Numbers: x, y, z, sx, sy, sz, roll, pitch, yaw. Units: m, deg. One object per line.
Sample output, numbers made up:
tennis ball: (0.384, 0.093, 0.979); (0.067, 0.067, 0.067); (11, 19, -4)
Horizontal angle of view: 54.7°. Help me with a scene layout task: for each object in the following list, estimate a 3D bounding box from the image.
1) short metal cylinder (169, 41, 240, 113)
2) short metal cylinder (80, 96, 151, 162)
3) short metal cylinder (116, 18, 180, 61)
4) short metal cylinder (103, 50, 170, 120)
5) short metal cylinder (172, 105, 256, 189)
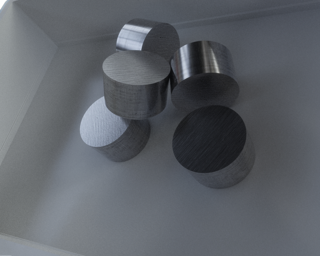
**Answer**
short metal cylinder: (0.052, -0.059, 0.379); (0.080, 0.080, 0.050); (-16, 55, 19)
short metal cylinder: (-0.060, 0.000, 0.421); (0.080, 0.050, 0.080); (-13, 56, 21)
short metal cylinder: (-0.016, -0.115, 0.449); (0.050, 0.080, 0.080); (25, 75, 37)
short metal cylinder: (-0.029, -0.055, 0.385); (0.081, 0.050, 0.080); (3, 42, -3)
short metal cylinder: (0.061, 0.021, 0.345); (0.080, 0.050, 0.080); (-13, 56, 21)
